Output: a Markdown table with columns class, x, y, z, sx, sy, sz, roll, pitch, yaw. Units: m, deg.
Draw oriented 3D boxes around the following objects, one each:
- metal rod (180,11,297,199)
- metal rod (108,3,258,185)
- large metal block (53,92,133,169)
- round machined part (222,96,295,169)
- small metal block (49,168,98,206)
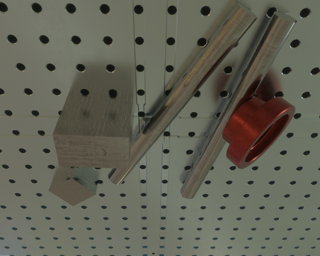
| class | x | y | z | sx | sy | sz | roll | pitch | yaw |
| --- | --- | --- | --- | --- | --- | --- | --- | --- | --- |
| metal rod | 0.087 | -0.005 | 0.409 | 0.025 | 0.025 | 0.298 | 12 | 129 | -11 |
| metal rod | 0.010 | -0.021 | 0.393 | 0.025 | 0.025 | 0.298 | 25 | 126 | -20 |
| large metal block | -0.075 | 0.002 | 0.376 | 0.081 | 0.080 | 0.050 | 3 | 130 | -3 |
| round machined part | 0.115 | 0.001 | 0.381 | 0.099 | 0.042 | 0.098 | -34 | 151 | -22 |
| small metal block | -0.136 | 0.092 | 0.488 | 0.050 | 0.025 | 0.050 | -30 | 125 | 22 |
